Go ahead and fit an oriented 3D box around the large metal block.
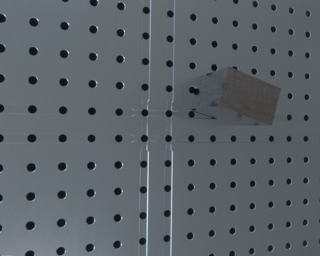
[{"bbox_3d":[0.099,-0.039,0.419,0.080,0.080,0.050,18,84,-19],"label":"large metal block"}]
